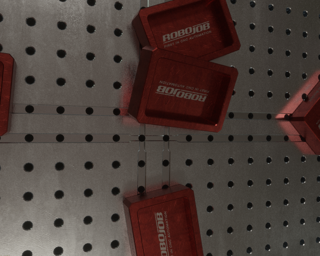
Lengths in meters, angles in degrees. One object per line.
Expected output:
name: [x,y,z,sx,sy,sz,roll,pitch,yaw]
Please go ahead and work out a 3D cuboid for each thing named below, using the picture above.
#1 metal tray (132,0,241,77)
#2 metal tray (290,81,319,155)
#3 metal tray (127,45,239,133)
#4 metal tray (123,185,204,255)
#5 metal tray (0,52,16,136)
metal tray: [0.039,-0.129,0.425,0.131,0.030,0.090,-23,98,-19]
metal tray: [0.288,-0.028,0.518,0.130,0.030,0.090,-47,105,-14]
metal tray: [0.032,-0.046,0.398,0.131,0.030,0.089,7,105,-30]
metal tray: [0.008,0.150,0.414,0.091,0.030,0.129,-10,94,-20]
metal tray: [-0.227,-0.041,0.325,0.131,0.030,0.089,5,88,-20]
